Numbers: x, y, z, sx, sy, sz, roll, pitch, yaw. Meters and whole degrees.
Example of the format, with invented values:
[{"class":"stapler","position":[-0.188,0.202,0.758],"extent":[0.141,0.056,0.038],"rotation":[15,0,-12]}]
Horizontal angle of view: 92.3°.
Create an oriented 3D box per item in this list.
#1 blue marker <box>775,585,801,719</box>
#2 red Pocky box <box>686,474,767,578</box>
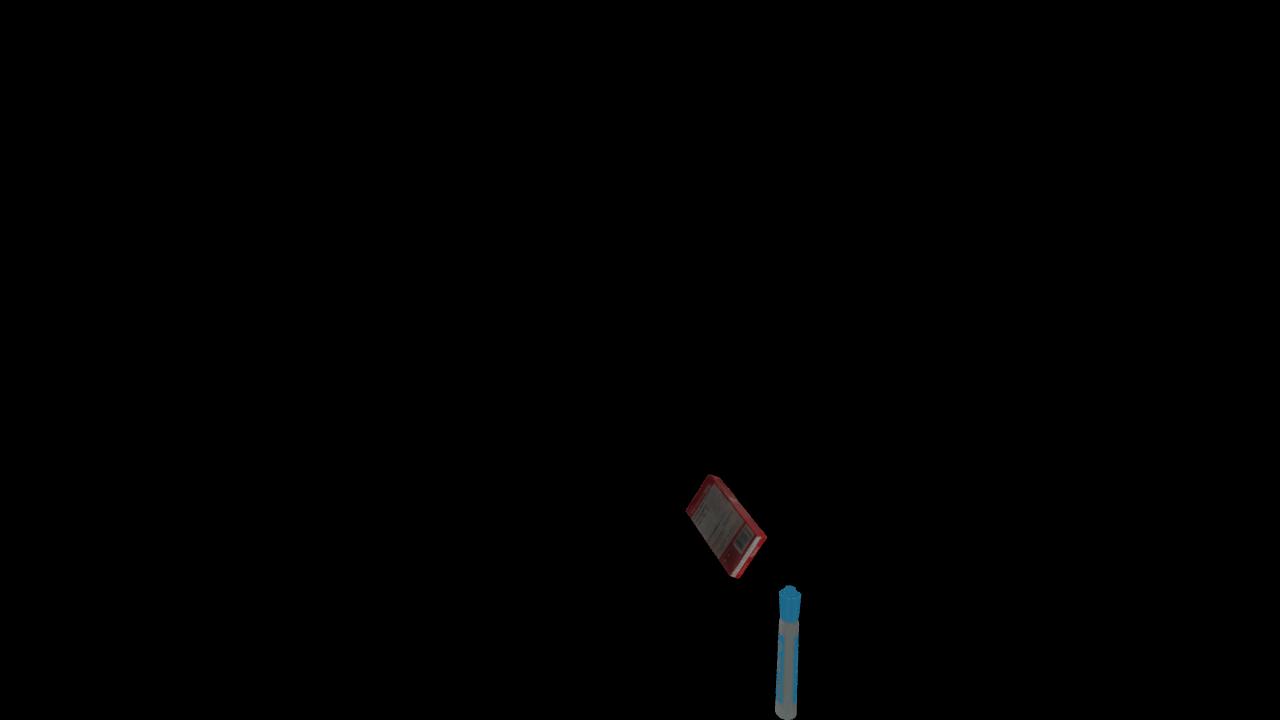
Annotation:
[{"class":"blue marker","position":[0.129,0.254,0.535],"extent":[0.020,0.121,0.020],"rotation":[0,10,0]},{"class":"red Pocky box","position":[0.134,0.260,0.979],"extent":[0.028,0.083,0.155],"rotation":[20,17,-32]}]
